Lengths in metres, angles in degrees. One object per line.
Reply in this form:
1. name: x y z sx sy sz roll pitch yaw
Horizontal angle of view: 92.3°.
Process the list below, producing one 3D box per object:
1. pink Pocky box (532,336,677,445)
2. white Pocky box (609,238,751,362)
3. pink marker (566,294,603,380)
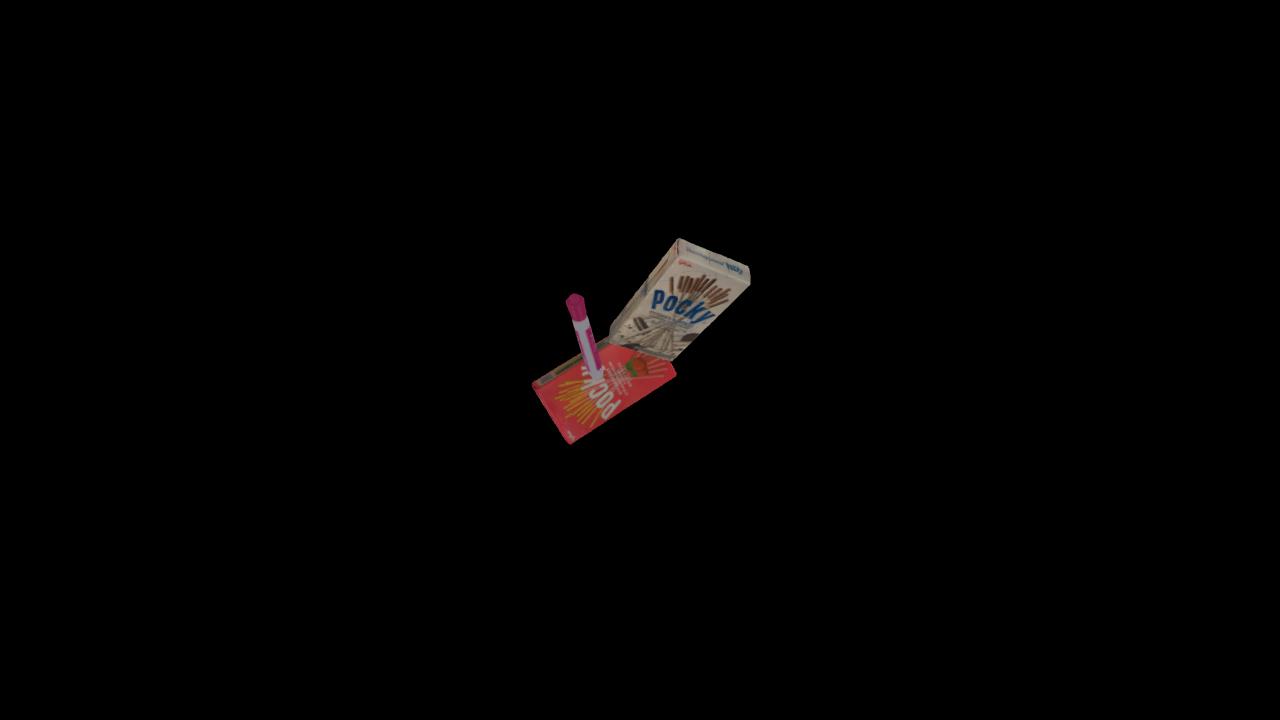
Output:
1. pink Pocky box: -0.039 0.023 0.714 0.155 0.084 0.029 -32 27 -11
2. white Pocky box: 0.036 -0.056 0.635 0.084 0.028 0.154 17 -38 -22
3. pink marker: -0.058 -0.023 0.656 0.020 0.020 0.121 0 -42 10
